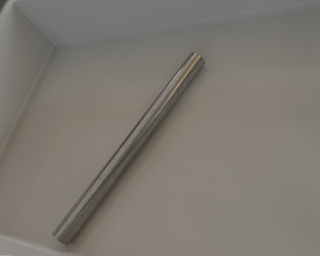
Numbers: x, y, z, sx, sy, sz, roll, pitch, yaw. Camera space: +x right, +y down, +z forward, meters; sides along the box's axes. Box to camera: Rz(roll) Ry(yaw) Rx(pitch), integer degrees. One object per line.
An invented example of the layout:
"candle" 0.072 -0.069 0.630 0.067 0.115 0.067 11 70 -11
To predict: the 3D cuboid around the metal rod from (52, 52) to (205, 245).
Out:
"metal rod" -0.035 0.020 0.412 0.025 0.025 0.300 29 78 37
